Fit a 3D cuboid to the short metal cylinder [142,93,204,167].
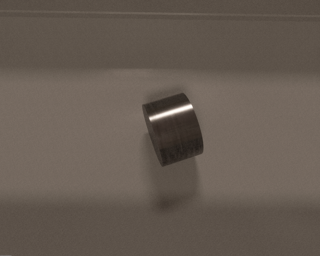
[{"bbox_3d":[0.014,0.002,0.380,0.050,0.080,0.080,-18,71,-7],"label":"short metal cylinder"}]
